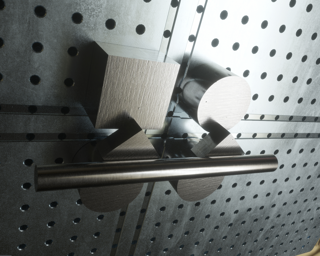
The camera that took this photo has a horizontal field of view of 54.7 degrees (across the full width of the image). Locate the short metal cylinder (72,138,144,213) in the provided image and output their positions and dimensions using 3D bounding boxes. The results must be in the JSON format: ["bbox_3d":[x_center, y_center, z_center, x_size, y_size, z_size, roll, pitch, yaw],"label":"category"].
[{"bbox_3d":[-0.067,0.060,0.394,0.081,0.050,0.079,-14,124,-21],"label":"short metal cylinder"}]

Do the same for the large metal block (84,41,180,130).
[{"bbox_3d":[-0.034,-0.045,0.348,0.081,0.050,0.079,1,118,-29],"label":"large metal block"}]

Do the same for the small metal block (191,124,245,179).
[{"bbox_3d":[0.077,0.031,0.408,0.050,0.025,0.050,-42,130,1],"label":"small metal block"}]

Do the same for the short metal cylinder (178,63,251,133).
[{"bbox_3d":[0.072,-0.040,0.409,0.081,0.050,0.079,-14,124,-21],"label":"short metal cylinder"}]

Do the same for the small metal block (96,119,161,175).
[{"bbox_3d":[-0.034,0.027,0.344,0.050,0.025,0.050,-35,129,-6],"label":"small metal block"}]

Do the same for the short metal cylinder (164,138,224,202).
[{"bbox_3d":[0.050,0.062,0.460,0.081,0.050,0.079,-14,124,-21],"label":"short metal cylinder"}]

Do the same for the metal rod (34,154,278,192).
[{"bbox_3d":[0.020,0.047,0.353,0.303,0.025,0.025,1,118,-29],"label":"metal rod"}]
